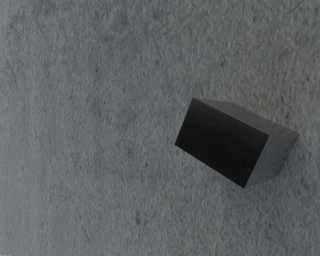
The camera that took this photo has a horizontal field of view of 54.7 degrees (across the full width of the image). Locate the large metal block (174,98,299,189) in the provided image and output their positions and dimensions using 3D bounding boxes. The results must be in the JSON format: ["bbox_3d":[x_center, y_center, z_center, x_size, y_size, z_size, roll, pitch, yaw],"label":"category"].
[{"bbox_3d":[0.076,0.011,0.305,0.080,0.081,0.050,32,110,35],"label":"large metal block"}]
